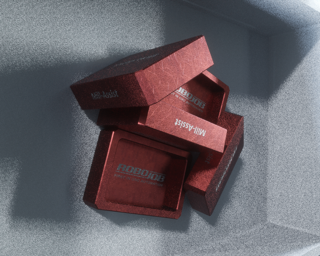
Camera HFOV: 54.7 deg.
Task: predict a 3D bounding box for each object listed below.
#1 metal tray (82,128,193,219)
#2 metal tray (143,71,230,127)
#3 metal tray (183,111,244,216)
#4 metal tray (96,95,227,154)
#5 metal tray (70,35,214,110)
[{"bbox_3d":[-0.021,0.059,0.384,0.131,0.030,0.090,20,77,-38],"label":"metal tray"},{"bbox_3d":[0.040,-0.043,0.437,0.131,0.030,0.090,27,73,-37],"label":"metal tray"},{"bbox_3d":[0.083,0.051,0.447,0.130,0.030,0.090,-58,152,-24],"label":"metal tray"},{"bbox_3d":[0.004,0.000,0.366,0.131,0.090,0.030,20,78,-39],"label":"metal tray"},{"bbox_3d":[-0.023,-0.054,0.317,0.091,0.130,0.030,-37,113,-34],"label":"metal tray"}]
